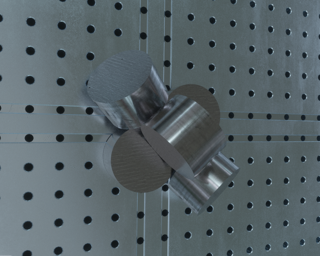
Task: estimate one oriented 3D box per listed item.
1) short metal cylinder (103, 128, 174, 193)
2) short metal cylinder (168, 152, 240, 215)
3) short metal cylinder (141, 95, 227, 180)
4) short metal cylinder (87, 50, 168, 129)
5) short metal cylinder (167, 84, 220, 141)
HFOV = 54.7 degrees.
[{"bbox_3d":[-0.027,0.037,0.390,0.081,0.050,0.079,0,90,-21],"label":"short metal cylinder"},{"bbox_3d":[0.057,0.065,0.398,0.080,0.080,0.050,-42,68,-15],"label":"short metal cylinder"},{"bbox_3d":[0.025,0.010,0.339,0.050,0.080,0.080,-43,104,-15],"label":"short metal cylinder"},{"bbox_3d":[-0.037,-0.045,0.363,0.080,0.080,0.050,-48,139,-14],"label":"short metal cylinder"},{"bbox_3d":[0.032,-0.016,0.411,0.081,0.050,0.079,0,90,-21],"label":"short metal cylinder"}]
